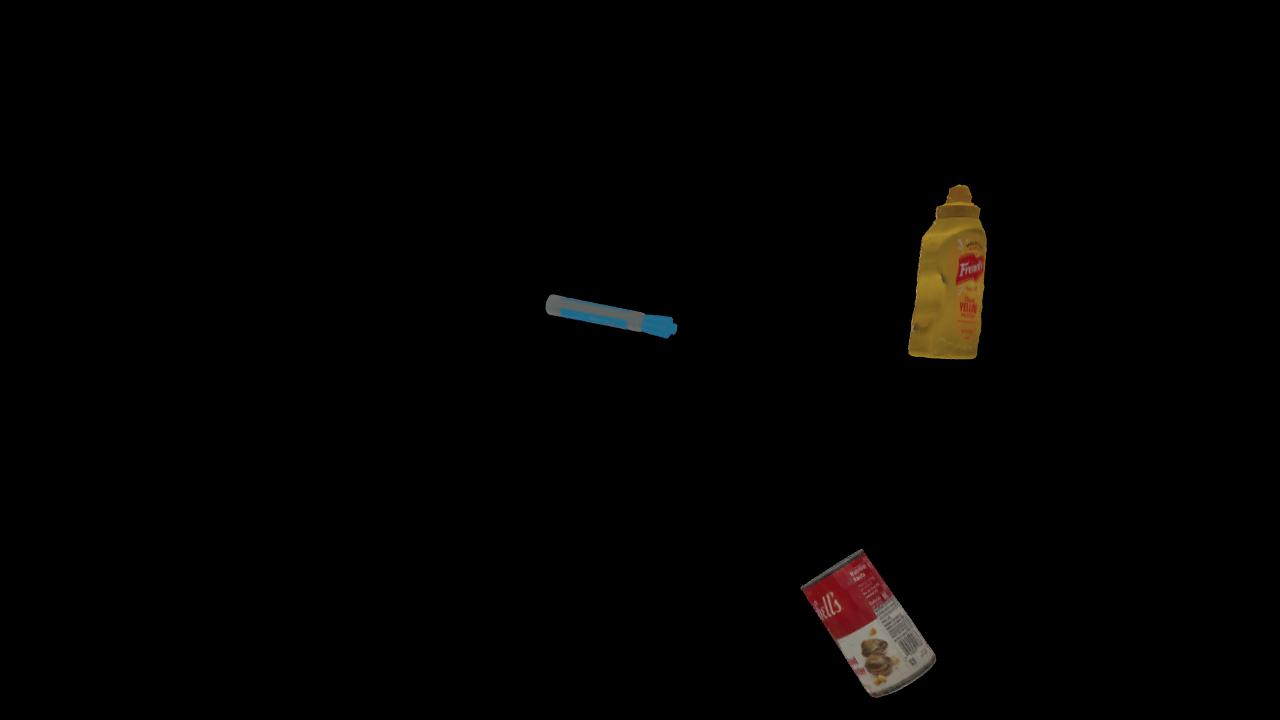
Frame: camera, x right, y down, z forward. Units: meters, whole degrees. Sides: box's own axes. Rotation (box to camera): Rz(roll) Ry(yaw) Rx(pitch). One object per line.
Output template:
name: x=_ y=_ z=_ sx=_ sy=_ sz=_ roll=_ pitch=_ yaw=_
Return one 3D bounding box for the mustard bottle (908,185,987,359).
mustard bottle: x=0.333 y=-0.094 z=0.659 sx=0.092 sy=0.184 sz=0.054 roll=1 pitch=6 yaw=-27

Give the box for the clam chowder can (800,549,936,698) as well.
clam chowder can: x=0.198 y=0.229 z=0.539 sx=0.068 sy=0.102 sz=0.068 roll=-27 pitch=-23 yaw=-13

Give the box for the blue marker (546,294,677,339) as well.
blue marker: x=-0.025 y=-0.038 z=0.536 sx=0.121 sy=0.020 sz=0.020 roll=13 pitch=4 yaw=20
